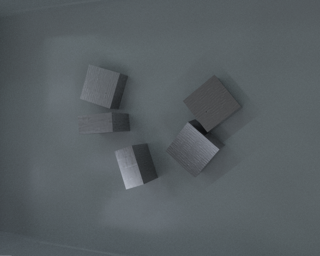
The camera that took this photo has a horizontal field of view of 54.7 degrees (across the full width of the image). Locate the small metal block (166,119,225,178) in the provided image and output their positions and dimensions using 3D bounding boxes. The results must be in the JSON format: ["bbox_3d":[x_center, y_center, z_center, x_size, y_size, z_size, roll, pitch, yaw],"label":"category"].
[{"bbox_3d":[0.044,0.025,0.390,0.050,0.025,0.050,43,115,15],"label":"small metal block"}]

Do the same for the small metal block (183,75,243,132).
[{"bbox_3d":[0.066,-0.030,0.387,0.050,0.025,0.050,-40,78,15],"label":"small metal block"}]

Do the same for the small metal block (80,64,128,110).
[{"bbox_3d":[-0.079,-0.058,0.438,0.050,0.025,0.050,19,96,19],"label":"small metal block"}]

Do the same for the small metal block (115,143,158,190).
[{"bbox_3d":[-0.030,0.049,0.408,0.025,0.050,0.050,-20,83,19],"label":"small metal block"}]

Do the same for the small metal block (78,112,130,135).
[{"bbox_3d":[-0.075,-0.006,0.424,0.050,0.050,0.025,-5,89,20],"label":"small metal block"}]
